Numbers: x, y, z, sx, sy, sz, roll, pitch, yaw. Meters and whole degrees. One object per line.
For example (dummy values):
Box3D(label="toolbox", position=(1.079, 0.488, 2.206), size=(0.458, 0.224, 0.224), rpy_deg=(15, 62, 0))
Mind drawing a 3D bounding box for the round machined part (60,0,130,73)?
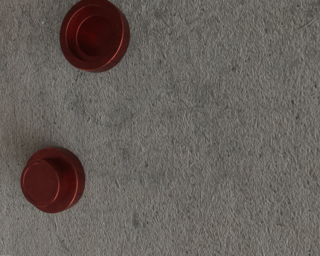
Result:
Box3D(label="round machined part", position=(-0.085, -0.125, 0.430), size=(0.098, 0.042, 0.097), rpy_deg=(0, 90, 20))

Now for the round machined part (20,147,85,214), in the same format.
Box3D(label="round machined part", position=(-0.164, 0.078, 0.458), size=(0.098, 0.042, 0.097), rpy_deg=(0, 90, 20))
